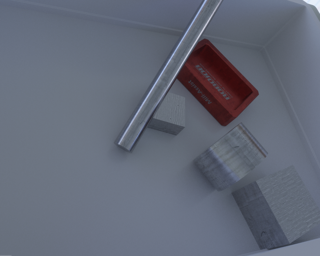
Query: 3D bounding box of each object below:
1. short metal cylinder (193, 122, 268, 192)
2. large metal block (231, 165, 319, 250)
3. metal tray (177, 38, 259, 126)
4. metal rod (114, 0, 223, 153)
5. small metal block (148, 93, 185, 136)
[{"bbox_3d":[0.090,0.037,0.398,0.081,0.080,0.050,-32,80,-38],"label":"short metal cylinder"},{"bbox_3d":[0.157,0.104,0.413,0.081,0.050,0.080,-13,68,-34],"label":"large metal block"},{"bbox_3d":[0.088,-0.076,0.498,0.130,0.030,0.091,47,51,4],"label":"metal tray"},{"bbox_3d":[0.029,-0.101,0.408,0.025,0.025,0.300,32,76,-8],"label":"metal rod"},{"bbox_3d":[0.006,-0.023,0.425,0.050,0.025,0.050,16,55,-20],"label":"small metal block"}]
